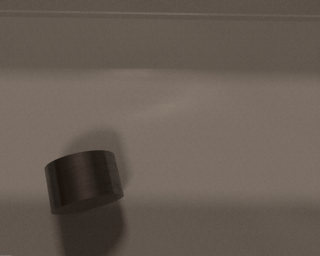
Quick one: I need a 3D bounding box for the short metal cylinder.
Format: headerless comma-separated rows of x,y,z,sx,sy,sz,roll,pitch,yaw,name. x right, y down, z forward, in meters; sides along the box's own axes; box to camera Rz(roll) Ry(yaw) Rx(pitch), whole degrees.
-0.087,0.064,0.356,0.081,0.080,0.050,-15,71,-6,short metal cylinder
